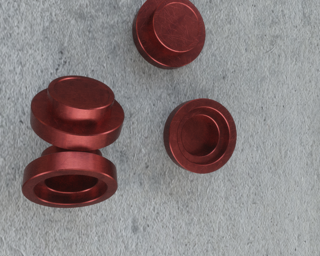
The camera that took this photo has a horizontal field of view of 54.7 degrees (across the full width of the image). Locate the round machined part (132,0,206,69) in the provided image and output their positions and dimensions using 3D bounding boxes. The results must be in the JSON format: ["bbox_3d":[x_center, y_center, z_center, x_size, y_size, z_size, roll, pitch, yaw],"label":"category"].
[{"bbox_3d":[0.017,-0.129,0.406,0.099,0.042,0.097,0,90,-20],"label":"round machined part"}]

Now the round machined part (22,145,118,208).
[{"bbox_3d":[-0.098,0.051,0.345,0.099,0.097,0.042,5,53,-20],"label":"round machined part"}]

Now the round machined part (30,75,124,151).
[{"bbox_3d":[-0.087,-0.023,0.336,0.099,0.098,0.042,5,125,-20],"label":"round machined part"}]

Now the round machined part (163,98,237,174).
[{"bbox_3d":[0.050,0.010,0.418,0.099,0.042,0.097,0,90,-20],"label":"round machined part"}]
